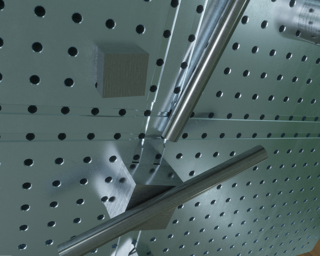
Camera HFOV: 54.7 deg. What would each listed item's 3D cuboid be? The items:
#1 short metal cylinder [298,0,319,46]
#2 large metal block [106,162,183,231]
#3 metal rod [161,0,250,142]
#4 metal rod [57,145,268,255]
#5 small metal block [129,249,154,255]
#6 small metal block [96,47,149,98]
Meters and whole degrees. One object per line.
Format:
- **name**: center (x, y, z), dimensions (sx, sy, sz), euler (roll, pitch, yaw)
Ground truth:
- **short metal cylinder**: center (0.243, -0.153, 0.433), dimensions (0.081, 0.050, 0.079), euler (-14, 124, -21)
- **large metal block**: center (-0.021, 0.099, 0.444), dimensions (0.081, 0.050, 0.079), euler (9, 114, -32)
- **metal rod**: center (0.075, -0.115, 0.380), dimensions (0.025, 0.025, 0.298), euler (14, 111, -34)
- **metal rod**: center (0.015, 0.095, 0.412), dimensions (0.302, 0.025, 0.025), euler (-24, 127, -14)
- **small metal block**: center (-0.039, 0.244, 0.541), dimensions (0.050, 0.025, 0.050), euler (-48, 129, 5)
- **small metal block**: center (-0.043, -0.063, 0.349), dimensions (0.050, 0.025, 0.050), euler (-6, 121, -25)
